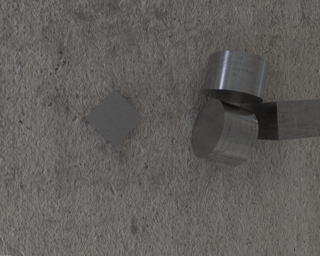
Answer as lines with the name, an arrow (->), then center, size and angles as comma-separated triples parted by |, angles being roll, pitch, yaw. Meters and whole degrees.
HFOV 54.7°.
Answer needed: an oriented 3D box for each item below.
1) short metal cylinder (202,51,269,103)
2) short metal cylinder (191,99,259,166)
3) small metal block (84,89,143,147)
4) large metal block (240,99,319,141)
short metal cylinder -> 0.102, -0.066, 0.418 | 0.081, 0.080, 0.050 | 12, 86, -20
short metal cylinder -> 0.084, 0.007, 0.411 | 0.050, 0.080, 0.080 | 16, 85, -20
small metal block -> -0.059, -0.012, 0.388 | 0.050, 0.025, 0.050 | 46, 76, -15
large metal block -> 0.173, -0.012, 0.444 | 0.081, 0.080, 0.050 | -4, 92, -20
